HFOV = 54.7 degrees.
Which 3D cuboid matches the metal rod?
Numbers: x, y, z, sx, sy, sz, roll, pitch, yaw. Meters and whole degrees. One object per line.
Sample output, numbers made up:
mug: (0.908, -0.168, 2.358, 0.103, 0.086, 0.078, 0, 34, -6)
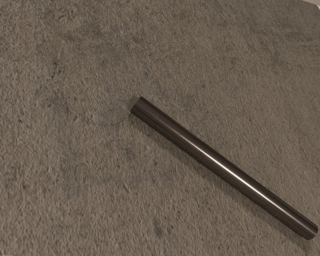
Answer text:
metal rod: (0.089, 0.056, 0.419, 0.301, 0.025, 0.025, 36, 51, -5)
